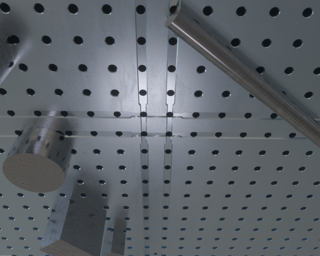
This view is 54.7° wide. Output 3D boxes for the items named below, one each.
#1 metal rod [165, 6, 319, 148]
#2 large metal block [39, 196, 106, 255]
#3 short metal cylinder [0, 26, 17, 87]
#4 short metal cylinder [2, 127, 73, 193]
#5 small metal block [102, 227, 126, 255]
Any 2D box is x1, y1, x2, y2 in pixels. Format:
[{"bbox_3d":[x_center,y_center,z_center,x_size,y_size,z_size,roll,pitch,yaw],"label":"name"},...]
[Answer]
[{"bbox_3d":[0.130,-0.042,0.376,0.301,0.025,0.025,31,123,-24],"label":"metal rod"},{"bbox_3d":[-0.143,0.176,0.524,0.050,0.080,0.080,-33,123,24],"label":"large metal block"},{"bbox_3d":[-0.203,-0.075,0.330,0.081,0.050,0.079,0,130,0],"label":"short metal cylinder"},{"bbox_3d":[-0.168,0.045,0.432,0.080,0.050,0.079,0,131,0],"label":"short metal cylinder"},{"bbox_3d":[-0.088,0.225,0.586,0.025,0.050,0.050,23,126,-19],"label":"small metal block"}]
